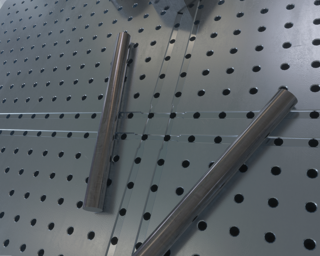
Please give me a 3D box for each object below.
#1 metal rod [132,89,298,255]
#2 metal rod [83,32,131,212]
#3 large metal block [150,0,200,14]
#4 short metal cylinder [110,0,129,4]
[{"bbox_3d":[0.045,0.074,0.339,0.300,0.025,0.025,-47,51,-5],"label":"metal rod"},{"bbox_3d":[-0.073,-0.027,0.463,0.025,0.025,0.299,-9,58,23],"label":"metal rod"},{"bbox_3d":[0.031,-0.247,0.528,0.080,0.050,0.080,24,75,36],"label":"large metal block"},{"bbox_3d":[-0.079,-0.296,0.616,0.080,0.050,0.080,-13,56,21],"label":"short metal cylinder"}]
